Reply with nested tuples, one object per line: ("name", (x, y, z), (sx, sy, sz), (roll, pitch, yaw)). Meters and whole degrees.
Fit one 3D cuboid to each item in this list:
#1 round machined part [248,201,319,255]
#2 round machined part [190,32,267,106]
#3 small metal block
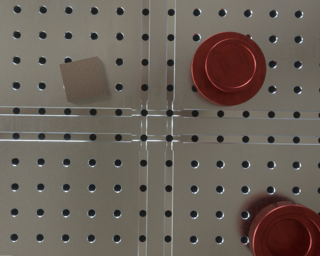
("round machined part", (0.165, 0.144, 0.406), (0.099, 0.042, 0.097), (0, 90, 0))
("round machined part", (0.091, -0.078, 0.405), (0.099, 0.042, 0.097), (0, 90, 0))
("small metal block", (-0.100, -0.063, 0.412), (0.050, 0.025, 0.050), (-12, 90, 0))
